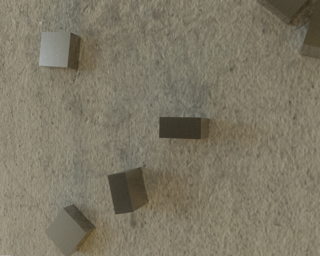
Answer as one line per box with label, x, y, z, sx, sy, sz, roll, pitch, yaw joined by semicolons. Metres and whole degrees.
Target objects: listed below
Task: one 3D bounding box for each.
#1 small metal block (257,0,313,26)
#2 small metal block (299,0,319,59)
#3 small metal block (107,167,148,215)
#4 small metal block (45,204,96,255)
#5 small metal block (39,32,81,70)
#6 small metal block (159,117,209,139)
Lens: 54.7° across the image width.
small metal block;0.148;-0.157;0.357;0.050;0.025;0.050;45;104;14
small metal block;0.174;-0.106;0.335;0.025;0.050;0.050;18;96;19
small metal block;-0.041;0.081;0.409;0.025;0.050;0.050;-13;86;19
small metal block;-0.131;0.150;0.454;0.050;0.025;0.050;41;103;15
small metal block;-0.149;-0.114;0.460;0.050;0.025;0.050;7;92;19
small metal block;0.031;0.000;0.384;0.050;0.050;0.025;1;91;19
